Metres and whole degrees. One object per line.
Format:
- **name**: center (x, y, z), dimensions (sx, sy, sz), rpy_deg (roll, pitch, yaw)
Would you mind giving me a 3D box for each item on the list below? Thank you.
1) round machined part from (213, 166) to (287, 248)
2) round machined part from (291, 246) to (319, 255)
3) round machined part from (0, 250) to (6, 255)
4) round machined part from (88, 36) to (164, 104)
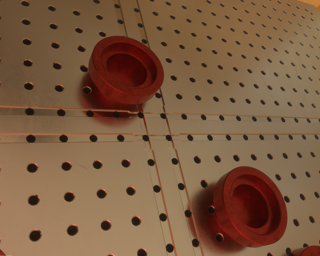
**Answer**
- **round machined part**: center (0.109, 0.102, 0.396), dimensions (0.099, 0.042, 0.098), rpy_deg (14, 56, -21)
- **round machined part**: center (0.213, 0.200, 0.392), dimensions (0.099, 0.042, 0.098), rpy_deg (14, 56, -21)
- **round machined part**: center (-0.161, 0.133, 0.229), dimensions (0.099, 0.042, 0.098), rpy_deg (14, 56, -21)
- **round machined part**: center (-0.048, -0.073, 0.417), dimensions (0.099, 0.042, 0.098), rpy_deg (14, 56, -21)
